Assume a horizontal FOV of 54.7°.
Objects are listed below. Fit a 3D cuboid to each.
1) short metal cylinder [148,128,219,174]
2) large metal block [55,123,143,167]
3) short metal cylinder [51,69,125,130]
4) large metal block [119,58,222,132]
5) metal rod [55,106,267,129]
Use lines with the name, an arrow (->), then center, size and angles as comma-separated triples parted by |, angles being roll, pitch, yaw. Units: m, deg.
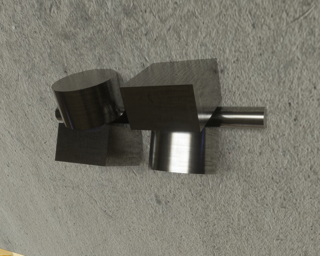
short metal cylinder -> 0.028, 0.026, 0.366 | 0.080, 0.080, 0.050 | 2, 85, 27
large metal block -> -0.081, 0.023, 0.422 | 0.080, 0.080, 0.050 | 2, 86, 26
short metal cylinder -> -0.090, -0.039, 0.396 | 0.080, 0.080, 0.050 | 4, 120, 26
large metal block -> 0.016, -0.038, 0.340 | 0.080, 0.080, 0.050 | 2, 119, 27
metal rod -> -0.018, -0.017, 0.409 | 0.300, 0.025, 0.025 | 2, 120, 27
